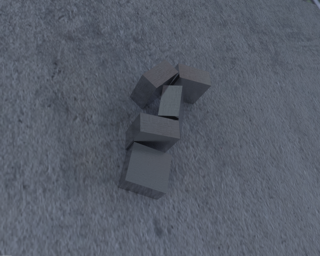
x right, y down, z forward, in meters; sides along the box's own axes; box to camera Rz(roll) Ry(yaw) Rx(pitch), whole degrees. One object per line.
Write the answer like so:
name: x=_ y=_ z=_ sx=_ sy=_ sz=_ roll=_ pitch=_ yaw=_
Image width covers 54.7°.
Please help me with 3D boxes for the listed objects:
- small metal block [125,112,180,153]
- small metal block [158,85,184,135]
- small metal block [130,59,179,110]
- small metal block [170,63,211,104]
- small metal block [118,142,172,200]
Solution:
small metal block: x=-0.010 y=0.009 z=0.378 sx=0.050 sy=0.050 sz=0.025 roll=11 pitch=57 yaw=-23
small metal block: x=0.016 y=-0.020 z=0.407 sx=0.025 sy=0.050 sz=0.050 roll=3 pitch=55 yaw=10
small metal block: x=-0.008 y=-0.059 z=0.420 sx=0.025 sy=0.050 sz=0.050 roll=45 pitch=51 yaw=5
small metal block: x=0.038 y=-0.063 z=0.448 sx=0.050 sy=0.050 sz=0.025 roll=11 pitch=57 yaw=-23
small metal block: x=-0.017 y=0.051 z=0.365 sx=0.050 sy=0.025 sz=0.050 roll=21 pitch=54 yaw=-16
